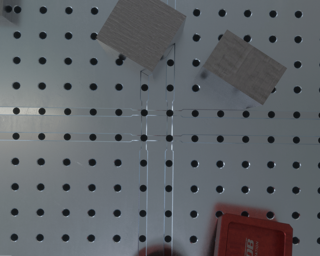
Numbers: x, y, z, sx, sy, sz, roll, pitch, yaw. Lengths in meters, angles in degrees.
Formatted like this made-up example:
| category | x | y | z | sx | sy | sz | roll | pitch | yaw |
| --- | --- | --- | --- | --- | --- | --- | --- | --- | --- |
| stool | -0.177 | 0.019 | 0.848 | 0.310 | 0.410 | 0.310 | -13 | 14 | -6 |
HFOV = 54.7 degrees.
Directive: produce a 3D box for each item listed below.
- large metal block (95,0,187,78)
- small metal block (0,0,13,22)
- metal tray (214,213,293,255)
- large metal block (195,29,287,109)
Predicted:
| category | x | y | z | sx | sy | sz | roll | pitch | yaw |
| --- | --- | --- | --- | --- | --- | --- | --- | --- | --- |
| large metal block | -0.023 | -0.122 | 0.400 | 0.080 | 0.050 | 0.080 | 31 | 90 | 0 |
| small metal block | -0.227 | -0.171 | 0.411 | 0.050 | 0.025 | 0.050 | 4 | 90 | 0 |
| metal tray | 0.114 | 0.181 | 0.389 | 0.090 | 0.030 | 0.130 | 9 | 72 | 3 |
| large metal block | 0.095 | -0.068 | 0.386 | 0.080 | 0.080 | 0.050 | 33 | 90 | 0 |
